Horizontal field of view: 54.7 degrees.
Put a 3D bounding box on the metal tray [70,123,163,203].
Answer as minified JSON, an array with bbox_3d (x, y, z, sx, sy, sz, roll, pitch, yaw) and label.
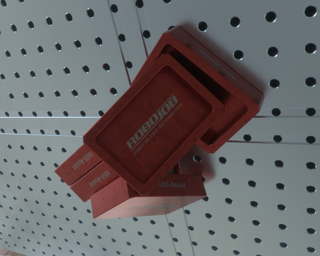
[{"bbox_3d":[-0.057,0.043,0.422,0.030,0.090,0.129,49,128,-6],"label":"metal tray"}]

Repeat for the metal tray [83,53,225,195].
[{"bbox_3d":[-0.006,-0.004,0.337,0.090,0.030,0.130,43,84,-2],"label":"metal tray"}]

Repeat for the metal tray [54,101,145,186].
[{"bbox_3d":[-0.078,0.020,0.420,0.030,0.090,0.129,49,128,-6],"label":"metal tray"}]

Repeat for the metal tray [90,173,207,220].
[{"bbox_3d":[-0.013,0.091,0.413,0.090,0.131,0.030,-36,57,39],"label":"metal tray"}]

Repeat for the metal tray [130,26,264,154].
[{"bbox_3d":[0.040,-0.041,0.359,0.130,0.030,0.089,39,129,1],"label":"metal tray"}]
